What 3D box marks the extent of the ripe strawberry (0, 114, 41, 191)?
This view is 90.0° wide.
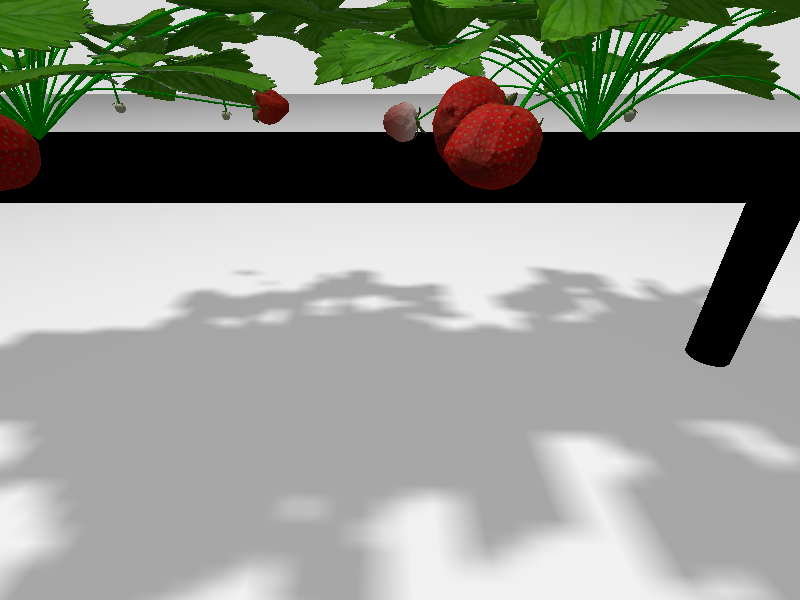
[{"bbox_3d":[-0.167,-0.059,0.156,0.040,0.034,0.040,-18,34,-30],"label":"ripe strawberry"}]

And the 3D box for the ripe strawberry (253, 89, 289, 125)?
[{"bbox_3d":[-0.137,-0.206,0.427,0.035,0.035,0.039,-20,34,-33],"label":"ripe strawberry"}]

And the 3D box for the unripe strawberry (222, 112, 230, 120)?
[{"bbox_3d":[-0.207,-0.219,0.477,0.009,0.010,0.010,14,31,23],"label":"unripe strawberry"}]

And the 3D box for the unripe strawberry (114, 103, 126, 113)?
[{"bbox_3d":[-0.373,-0.256,0.533,0.013,0.012,0.012,-9,30,-16],"label":"unripe strawberry"}]

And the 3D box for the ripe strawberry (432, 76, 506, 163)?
[{"bbox_3d":[0.032,-0.082,0.190,0.038,0.043,0.041,22,36,35],"label":"ripe strawberry"}]

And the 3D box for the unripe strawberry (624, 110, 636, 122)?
[{"bbox_3d":[0.258,-0.207,0.450,0.012,0.013,0.014,19,34,31],"label":"unripe strawberry"}]

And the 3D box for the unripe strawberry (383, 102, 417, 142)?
[{"bbox_3d":[0.000,-0.135,0.304,0.026,0.027,0.024,-5,29,-5],"label":"unripe strawberry"}]

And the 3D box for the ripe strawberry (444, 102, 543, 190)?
[{"bbox_3d":[0.035,-0.058,0.157,0.037,0.033,0.034,17,44,29],"label":"ripe strawberry"}]
